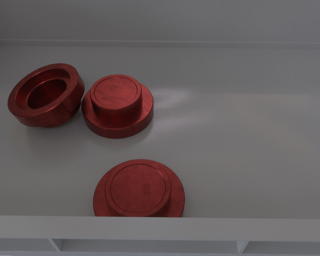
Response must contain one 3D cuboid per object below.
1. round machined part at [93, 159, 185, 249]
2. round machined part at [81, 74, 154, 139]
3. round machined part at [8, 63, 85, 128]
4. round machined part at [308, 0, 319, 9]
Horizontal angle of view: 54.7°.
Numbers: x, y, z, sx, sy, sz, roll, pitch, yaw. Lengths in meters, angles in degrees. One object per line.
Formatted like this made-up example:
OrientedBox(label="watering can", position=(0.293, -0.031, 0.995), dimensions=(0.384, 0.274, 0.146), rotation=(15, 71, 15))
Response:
OrientedBox(label="round machined part", position=(-0.022, 0.073, 0.332), dimensions=(0.099, 0.042, 0.098), rotation=(0, 50, 0))
OrientedBox(label="round machined part", position=(-0.058, -0.036, 0.424), dimensions=(0.099, 0.042, 0.098), rotation=(0, 50, 0))
OrientedBox(label="round machined part", position=(-0.146, -0.039, 0.415), dimensions=(0.098, 0.042, 0.098), rotation=(-9, 49, 11))
OrientedBox(label="round machined part", position=(0.359, -0.283, 0.636), dimensions=(0.099, 0.042, 0.098), rotation=(0, 50, 0))
